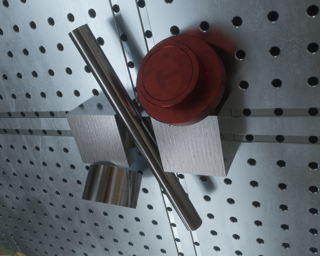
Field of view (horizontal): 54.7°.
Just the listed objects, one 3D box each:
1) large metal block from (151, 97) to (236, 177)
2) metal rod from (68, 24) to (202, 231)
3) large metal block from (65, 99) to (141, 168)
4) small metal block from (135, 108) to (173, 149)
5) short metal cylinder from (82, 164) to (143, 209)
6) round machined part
[{"bbox_3d":[0.043,0.010,0.379,0.080,0.050,0.080,1,119,27],"label":"large metal block"},{"bbox_3d":[-0.023,0.011,0.397,0.025,0.025,0.299,-19,109,35],"label":"metal rod"},{"bbox_3d":[-0.074,0.006,0.439,0.080,0.050,0.080,2,120,27],"label":"large metal block"},{"bbox_3d":[-0.010,0.001,0.418,0.050,0.025,0.050,1,119,28],"label":"small metal block"},{"bbox_3d":[-0.070,0.087,0.458,0.080,0.050,0.080,9,164,3],"label":"short metal cylinder"},{"bbox_3d":[0.016,-0.052,0.328,0.098,0.042,0.097,-4,82,27],"label":"round machined part"}]
